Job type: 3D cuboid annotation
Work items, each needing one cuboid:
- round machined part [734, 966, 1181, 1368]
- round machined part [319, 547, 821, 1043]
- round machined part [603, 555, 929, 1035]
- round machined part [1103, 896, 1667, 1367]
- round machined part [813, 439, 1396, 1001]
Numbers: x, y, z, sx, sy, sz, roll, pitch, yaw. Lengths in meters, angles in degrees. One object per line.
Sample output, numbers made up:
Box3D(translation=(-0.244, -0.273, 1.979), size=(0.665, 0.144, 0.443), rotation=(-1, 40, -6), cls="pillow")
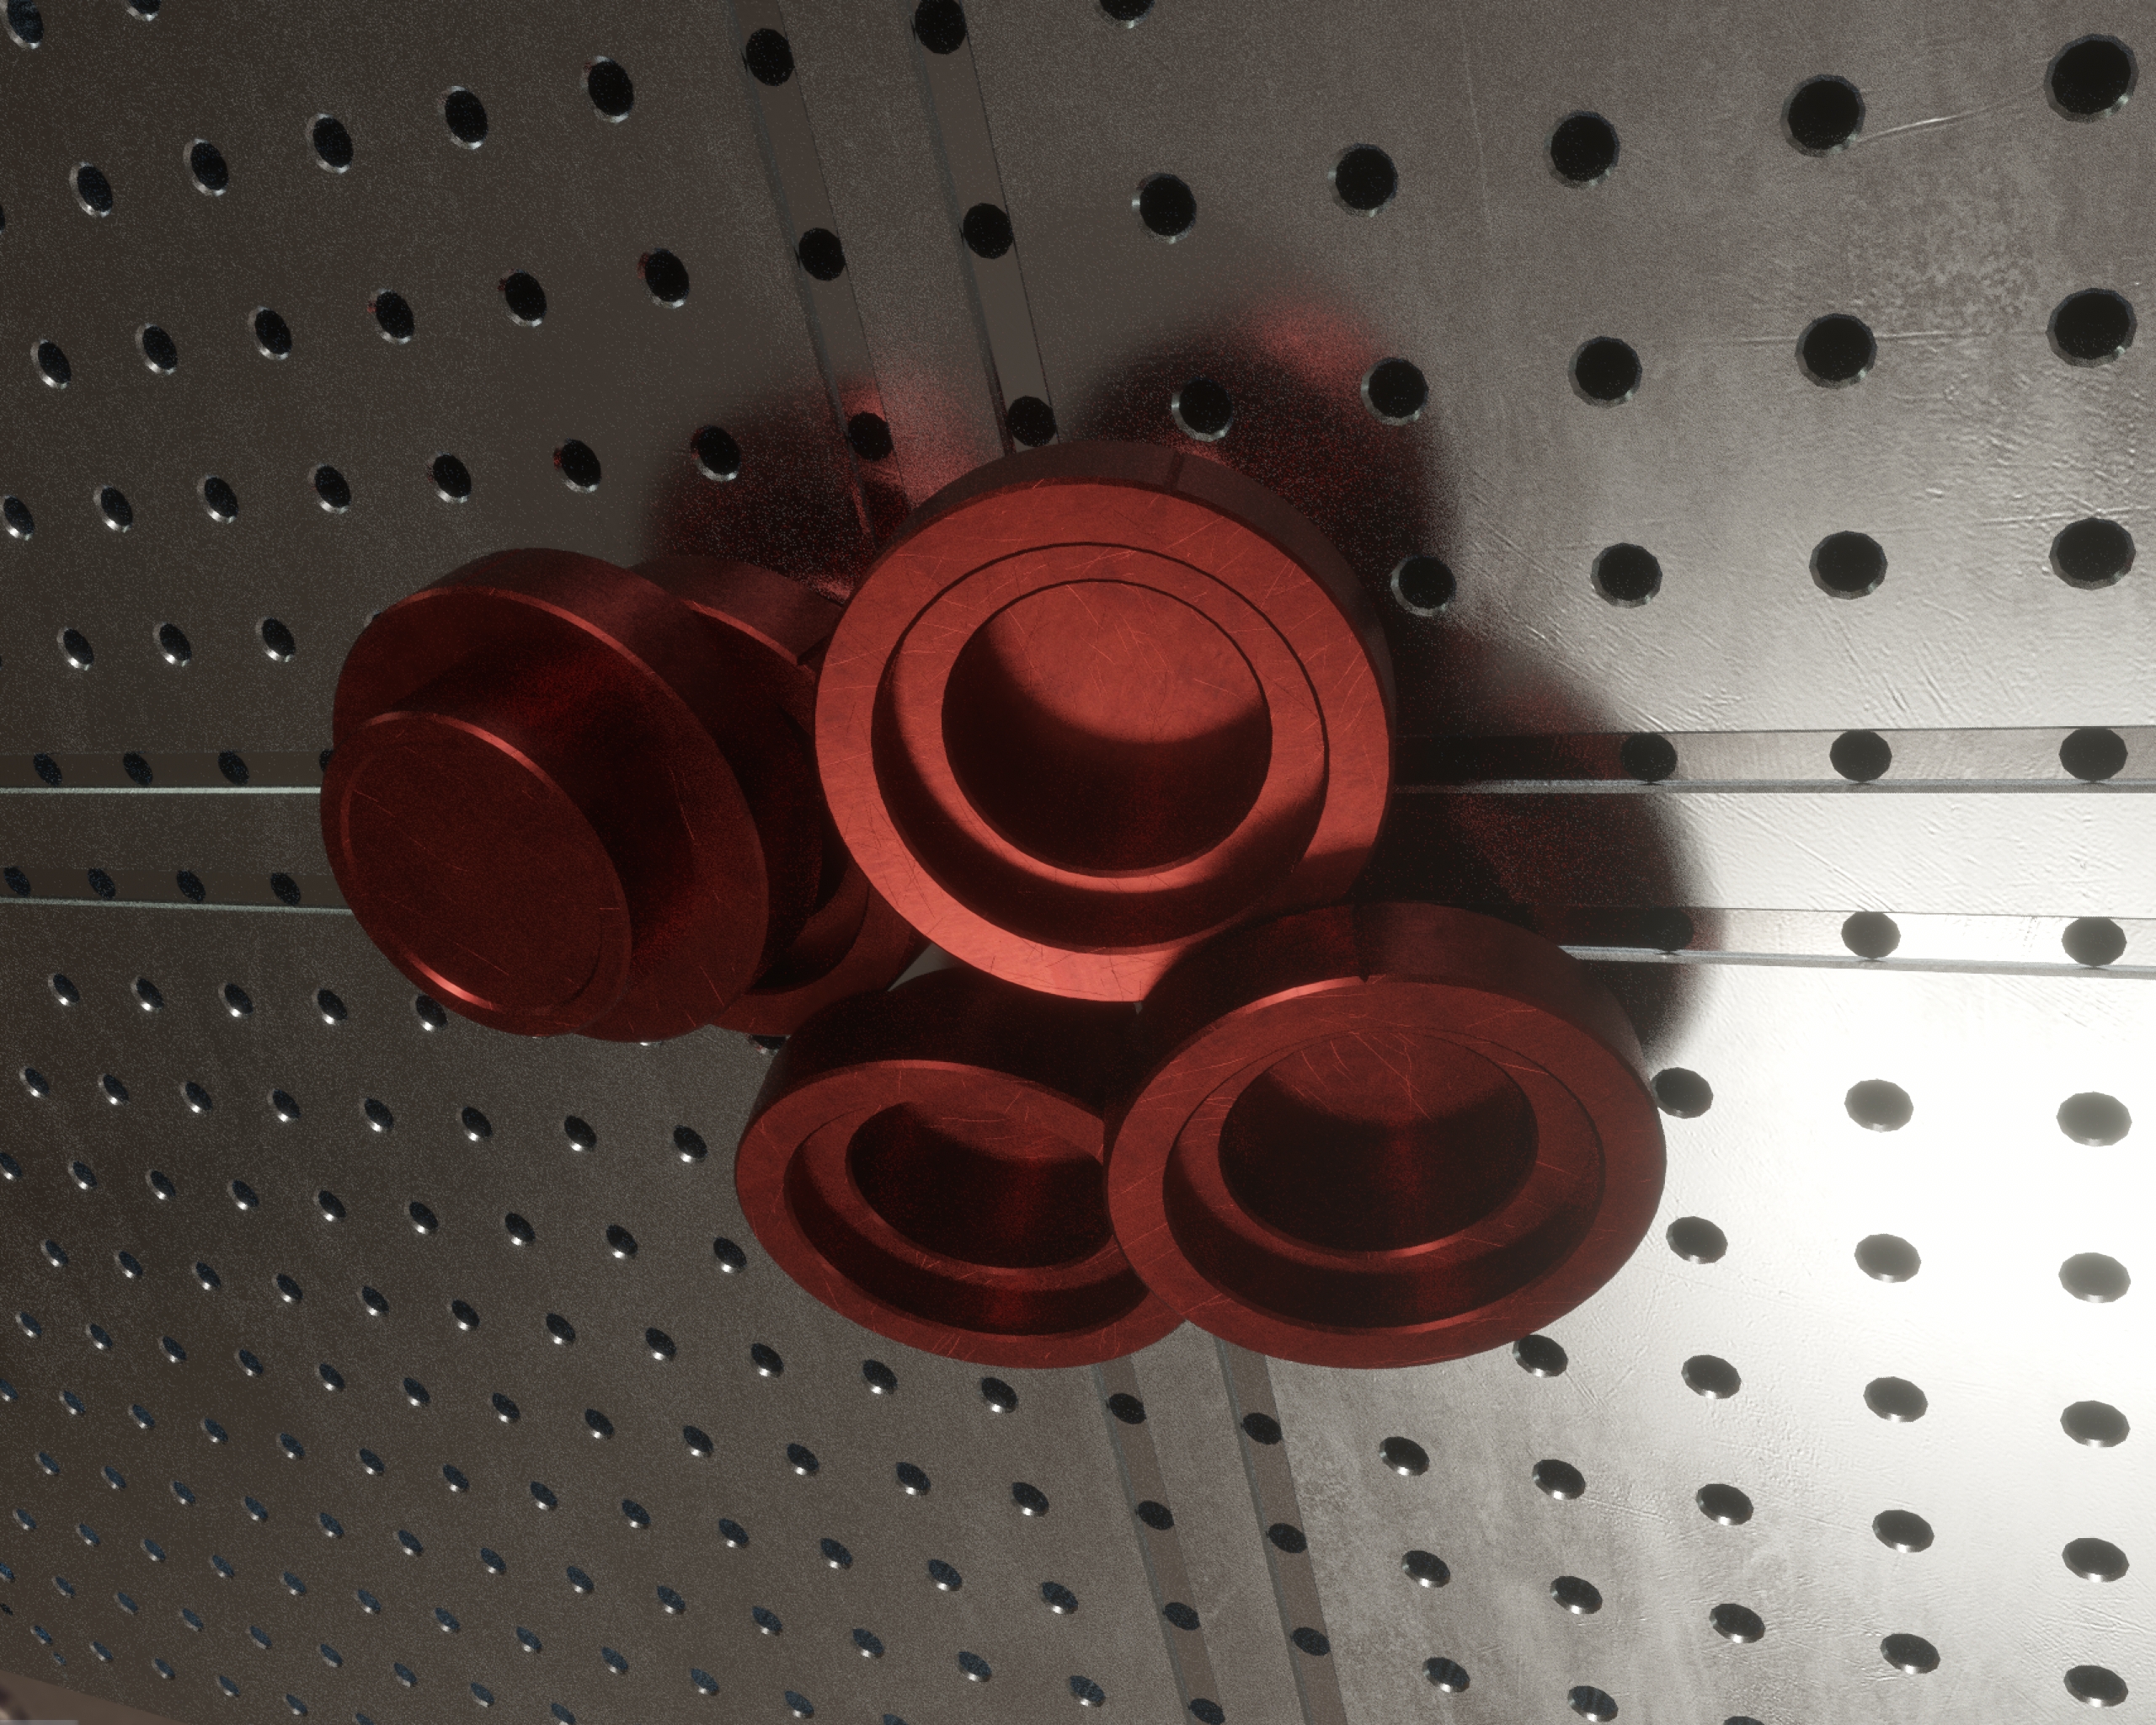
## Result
Box3D(translation=(-0.018, 0.059, 0.433), size=(0.099, 0.042, 0.097), rotation=(7, 133, 8), cls="round machined part")
Box3D(translation=(-0.102, -0.006, 0.393), size=(0.098, 0.042, 0.097), rotation=(13, 124, 20), cls="round machined part")
Box3D(translation=(-0.065, -0.017, 0.422), size=(0.098, 0.042, 0.097), rotation=(13, 124, 20), cls="round machined part")
Box3D(translation=(0.054, 0.045, 0.383), size=(0.099, 0.042, 0.097), rotation=(1, 127, 1), cls="round machined part")
Box3D(translation=(0.006, -0.027, 0.367), size=(0.099, 0.042, 0.097), rotation=(4, 119, 7), cls="round machined part")
